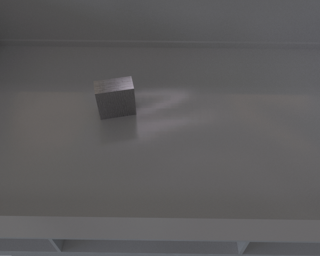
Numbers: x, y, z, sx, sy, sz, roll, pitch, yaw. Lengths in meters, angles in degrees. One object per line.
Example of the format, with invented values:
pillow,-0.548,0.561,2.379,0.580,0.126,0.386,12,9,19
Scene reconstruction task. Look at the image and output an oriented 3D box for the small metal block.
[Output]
small metal block,-0.060,-0.040,0.423,0.050,0.050,0.025,-9,51,-8
